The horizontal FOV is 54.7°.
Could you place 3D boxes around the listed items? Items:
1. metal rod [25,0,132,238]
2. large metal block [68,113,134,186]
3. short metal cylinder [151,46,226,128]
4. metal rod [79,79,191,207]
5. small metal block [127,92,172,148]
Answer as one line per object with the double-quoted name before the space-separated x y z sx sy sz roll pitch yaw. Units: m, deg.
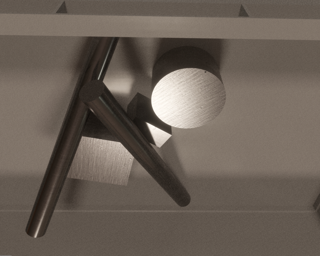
"metal rod" -0.099 0.003 0.349 0.025 0.025 0.298 19 109 -16
"large metal block" -0.076 0.027 0.415 0.081 0.050 0.079 10 130 -9
"short metal cylinder" 0.031 -0.046 0.354 0.081 0.050 0.079 0 130 0
"metal rod" -0.011 0.043 0.393 0.025 0.025 0.300 -16 145 13
"small metal block" -0.014 -0.010 0.384 0.050 0.050 0.025 27 125 -22
